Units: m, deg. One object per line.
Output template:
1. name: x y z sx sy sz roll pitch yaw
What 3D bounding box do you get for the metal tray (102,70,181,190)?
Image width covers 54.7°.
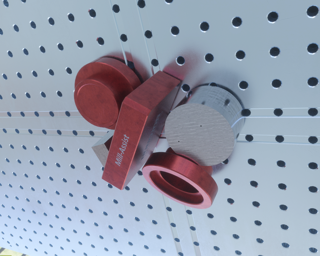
1. metal tray: -0.024 0.004 0.379 0.030 0.090 0.129 29 128 10

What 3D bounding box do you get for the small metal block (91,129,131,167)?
1. small metal block: -0.062 0.032 0.442 0.025 0.050 0.050 -16 110 34

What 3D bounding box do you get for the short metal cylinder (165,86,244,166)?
1. short metal cylinder: 0.052 -0.003 0.360 0.080 0.050 0.079 13 124 21

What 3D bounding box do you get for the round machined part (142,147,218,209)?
1. round machined part: 0.030 0.060 0.402 0.098 0.042 0.098 23 151 14

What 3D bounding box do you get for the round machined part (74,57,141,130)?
1. round machined part: -0.073 -0.039 0.408 0.098 0.042 0.097 13 124 21
